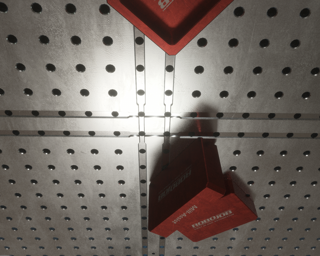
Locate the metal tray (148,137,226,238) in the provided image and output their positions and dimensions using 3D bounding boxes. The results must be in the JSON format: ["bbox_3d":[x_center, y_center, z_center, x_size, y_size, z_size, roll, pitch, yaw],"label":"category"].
[{"bbox_3d":[0.032,0.085,0.441,0.030,0.090,0.129,29,124,-22],"label":"metal tray"}]

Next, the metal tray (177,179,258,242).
[{"bbox_3d":[0.088,0.146,0.534,0.130,0.030,0.090,-30,124,23],"label":"metal tray"}]

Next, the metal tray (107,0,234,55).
[{"bbox_3d":[0.024,-0.142,0.287,0.090,0.030,0.130,35,122,-27],"label":"metal tray"}]
